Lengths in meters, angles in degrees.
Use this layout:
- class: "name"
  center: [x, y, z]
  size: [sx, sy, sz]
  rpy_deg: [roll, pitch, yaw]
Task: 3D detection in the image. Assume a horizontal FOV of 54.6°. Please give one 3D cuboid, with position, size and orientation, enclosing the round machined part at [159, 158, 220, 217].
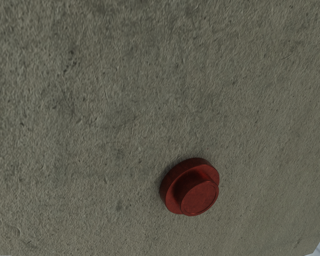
- class: "round machined part"
  center: [0.052, 0.098, 0.484]
  size: [0.099, 0.042, 0.097]
  rpy_deg: [-14, 124, -21]
